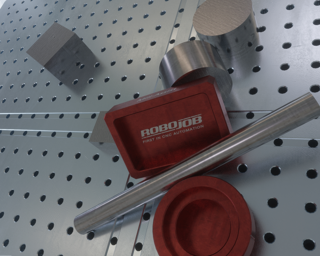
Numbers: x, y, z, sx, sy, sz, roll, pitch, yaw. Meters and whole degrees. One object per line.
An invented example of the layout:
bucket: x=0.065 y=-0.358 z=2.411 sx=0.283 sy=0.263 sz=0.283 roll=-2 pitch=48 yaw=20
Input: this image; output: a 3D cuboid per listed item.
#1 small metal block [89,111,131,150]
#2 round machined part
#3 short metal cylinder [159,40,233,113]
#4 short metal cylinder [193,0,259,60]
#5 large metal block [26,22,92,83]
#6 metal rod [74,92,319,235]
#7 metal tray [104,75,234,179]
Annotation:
small metal block: x=-0.066 y=0.004 z=0.441 sx=0.050 sy=0.025 sz=0.050 roll=2 pitch=62 yaw=29
round machined part: x=0.046 y=0.101 z=0.311 sx=0.098 sy=0.042 sz=0.098 roll=-13 pitch=56 yaw=21
short metal cylinder: x=0.043 y=-0.061 z=0.387 sx=0.080 sy=0.080 sz=0.050 roll=-25 pitch=51 yaw=13
short metal cylinder: x=0.092 y=-0.142 z=0.431 sx=0.080 sy=0.050 sz=0.080 roll=-13 pitch=56 yaw=21
large metal block: x=-0.189 y=-0.142 z=0.579 sx=0.080 sy=0.050 sz=0.080 roll=-49 pitch=52 yaw=-7
metal rod: x=0.024 y=0.049 z=0.339 sx=0.300 sy=0.025 sz=0.025 roll=-30 pitch=52 yaw=18
metal tray: x=0.012 y=0.002 z=0.358 sx=0.130 sy=0.090 sz=0.030 roll=-16 pitch=19 yaw=19
